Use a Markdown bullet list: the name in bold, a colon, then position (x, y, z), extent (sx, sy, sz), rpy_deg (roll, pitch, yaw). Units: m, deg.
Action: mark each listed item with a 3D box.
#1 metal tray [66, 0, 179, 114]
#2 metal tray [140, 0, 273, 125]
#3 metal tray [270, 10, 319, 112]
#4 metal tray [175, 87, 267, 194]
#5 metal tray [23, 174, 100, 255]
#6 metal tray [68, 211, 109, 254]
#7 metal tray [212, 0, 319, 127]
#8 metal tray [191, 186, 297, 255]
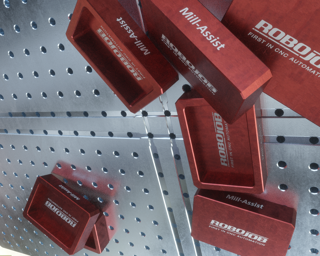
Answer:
- **metal tray**: position (-0.047, -0.085, 0.360), extent (0.130, 0.030, 0.090), rpy_deg (50, 151, -7)
- **metal tray**: position (0.038, -0.069, 0.289), extent (0.130, 0.030, 0.090), rpy_deg (49, 175, 14)
- **metal tray**: position (0.179, -0.050, 0.282), extent (0.130, 0.030, 0.090), rpy_deg (44, 129, -2)
- **metal tray**: position (0.077, 0.017, 0.377), extent (0.090, 0.030, 0.129), rpy_deg (0, 119, 28)
- **metal tray**: position (-0.182, 0.155, 0.565), extent (0.130, 0.030, 0.090), rpy_deg (30, 103, 19)
- **metal tray**: position (-0.169, 0.190, 0.615), extent (0.130, 0.030, 0.089), rpy_deg (11, 123, 22)
- **metal tray**: position (0.116, -0.070, 0.264), extent (0.130, 0.030, 0.089), rpy_deg (33, 129, 6)
- **metal tray**: position (0.111, 0.135, 0.433), extent (0.130, 0.030, 0.089), rpy_deg (14, 124, 20)
